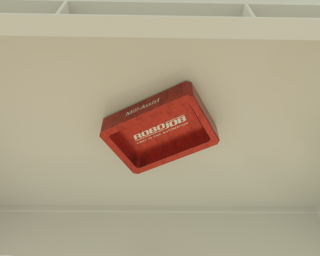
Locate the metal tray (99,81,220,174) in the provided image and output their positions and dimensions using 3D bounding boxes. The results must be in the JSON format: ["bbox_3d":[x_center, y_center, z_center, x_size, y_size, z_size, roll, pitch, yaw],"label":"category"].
[{"bbox_3d":[0.000,0.004,0.405,0.130,0.030,0.090,-23,127,17],"label":"metal tray"}]
